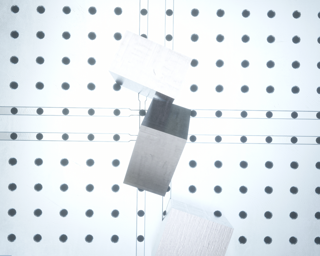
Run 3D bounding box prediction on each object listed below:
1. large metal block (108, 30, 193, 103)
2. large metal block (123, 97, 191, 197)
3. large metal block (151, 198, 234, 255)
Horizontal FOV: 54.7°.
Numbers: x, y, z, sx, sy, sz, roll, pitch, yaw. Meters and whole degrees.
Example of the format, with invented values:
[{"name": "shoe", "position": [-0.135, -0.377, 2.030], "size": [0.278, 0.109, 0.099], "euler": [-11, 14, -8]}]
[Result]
[{"name": "large metal block", "position": [-0.011, -0.069, 0.385], "size": [0.080, 0.080, 0.050], "euler": [23, 87, -1]}, {"name": "large metal block", "position": [-0.002, 0.020, 0.372], "size": [0.050, 0.080, 0.079], "euler": [19, 118, -1]}, {"name": "large metal block", "position": [0.039, 0.147, 0.402], "size": [0.080, 0.050, 0.080], "euler": [19, 90, -1]}]
